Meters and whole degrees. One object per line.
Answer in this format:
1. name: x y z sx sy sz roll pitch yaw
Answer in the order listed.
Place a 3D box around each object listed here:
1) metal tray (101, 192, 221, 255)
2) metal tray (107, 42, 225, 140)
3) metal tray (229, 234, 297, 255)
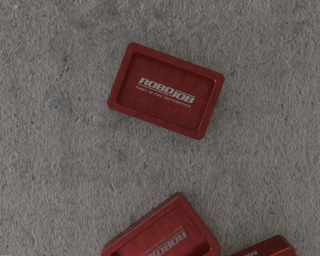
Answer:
1. metal tray: 0.001 0.158 0.407 0.130 0.030 0.090 -36 90 0
2. metal tray: 0.007 -0.047 0.407 0.131 0.030 0.090 20 90 0
3. metal tray: 0.117 0.205 0.398 0.131 0.030 0.090 -23 104 0
